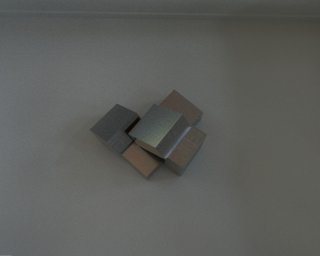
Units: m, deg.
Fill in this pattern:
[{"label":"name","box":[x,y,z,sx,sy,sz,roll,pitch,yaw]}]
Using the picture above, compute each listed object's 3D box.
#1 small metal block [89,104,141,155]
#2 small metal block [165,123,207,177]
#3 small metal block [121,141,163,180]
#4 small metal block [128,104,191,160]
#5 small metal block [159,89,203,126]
[{"label":"small metal block","box":[-0.054,0.000,0.394,0.050,0.025,0.050,-46,38,-15]},{"label":"small metal block","box":[0.031,0.028,0.384,0.025,0.050,0.050,34,73,11]},{"label":"small metal block","box":[-0.018,0.030,0.397,0.050,0.025,0.050,40,75,13]},{"label":"small metal block","box":[-0.001,0.003,0.367,0.050,0.025,0.050,24,68,44]},{"label":"small metal block","box":[0.021,-0.014,0.413,0.050,0.025,0.050,40,75,13]}]
